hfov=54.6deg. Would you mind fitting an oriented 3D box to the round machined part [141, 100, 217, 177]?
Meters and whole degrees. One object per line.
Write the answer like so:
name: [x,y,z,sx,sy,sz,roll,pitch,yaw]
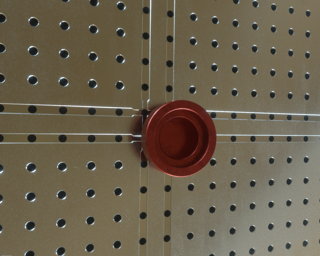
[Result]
round machined part: [0.022,0.013,0.411,0.099,0.042,0.097,0,90,-20]
